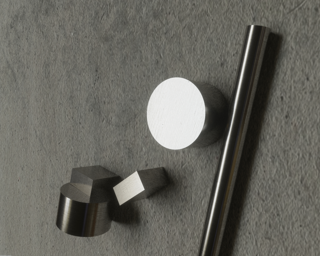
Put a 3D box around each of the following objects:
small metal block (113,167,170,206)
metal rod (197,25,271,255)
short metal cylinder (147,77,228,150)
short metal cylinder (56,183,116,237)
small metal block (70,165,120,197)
[{"bbox_3d":[-0.024,0.076,0.406,0.050,0.050,0.025,-38,67,33],"label":"small metal block"},{"bbox_3d":[0.075,0.042,0.341,0.025,0.025,0.298,17,101,38],"label":"metal rod"},{"bbox_3d":[0.032,-0.016,0.361,0.080,0.050,0.079,0,90,39],"label":"short metal cylinder"},{"bbox_3d":[-0.108,0.116,0.456,0.080,0.081,0.050,18,102,38],"label":"short metal cylinder"},{"bbox_3d":[-0.098,0.078,0.467,0.050,0.050,0.025,19,101,38],"label":"small metal block"}]
